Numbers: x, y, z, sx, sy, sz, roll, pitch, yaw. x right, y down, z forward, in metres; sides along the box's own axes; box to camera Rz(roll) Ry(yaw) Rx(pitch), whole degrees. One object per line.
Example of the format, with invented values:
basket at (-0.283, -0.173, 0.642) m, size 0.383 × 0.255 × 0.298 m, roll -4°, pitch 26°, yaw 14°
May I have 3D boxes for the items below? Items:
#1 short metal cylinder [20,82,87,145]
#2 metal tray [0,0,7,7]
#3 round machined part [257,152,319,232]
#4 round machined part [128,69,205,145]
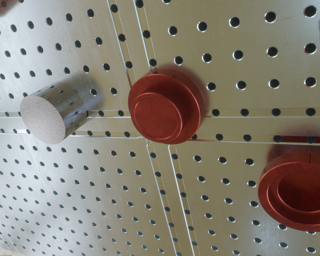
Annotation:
short metal cylinder at (-0.158, -0.022, 0.462) m, size 0.080 × 0.050 × 0.079 m, roll 13°, pitch 124°, yaw 20°
metal tray at (-0.238, -0.206, 0.402) m, size 0.130 × 0.030 × 0.090 m, roll -20°, pitch 108°, yaw 35°
round machined part at (0.166, 0.068, 0.355) m, size 0.098 × 0.042 × 0.097 m, roll 13°, pitch 124°, yaw 20°
round machined part at (0.003, -0.020, 0.385) m, size 0.098 × 0.042 × 0.097 m, roll 13°, pitch 124°, yaw 20°
